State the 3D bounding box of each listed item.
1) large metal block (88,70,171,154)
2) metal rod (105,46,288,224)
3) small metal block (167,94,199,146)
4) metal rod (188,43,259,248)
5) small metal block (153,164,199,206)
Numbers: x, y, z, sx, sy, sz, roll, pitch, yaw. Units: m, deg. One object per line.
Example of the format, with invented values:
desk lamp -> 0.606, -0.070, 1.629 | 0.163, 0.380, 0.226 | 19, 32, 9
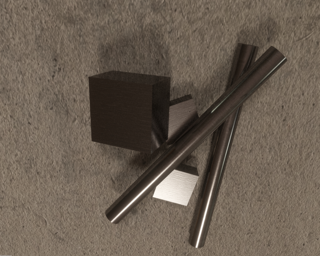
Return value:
large metal block -> -0.036, -0.022, 0.373 | 0.080, 0.050, 0.079 | 10, 112, 22
metal rod -> 0.035, 0.019, 0.390 | 0.025, 0.025, 0.299 | 40, 106, -14
small metal block -> 0.025, -0.011, 0.406 | 0.050, 0.025, 0.050 | -19, 109, 6
metal rod -> 0.081, 0.037, 0.424 | 0.025, 0.025, 0.298 | 9, 110, -4
small metal block -> 0.022, 0.077, 0.438 | 0.050, 0.025, 0.050 | 17, 109, -7
